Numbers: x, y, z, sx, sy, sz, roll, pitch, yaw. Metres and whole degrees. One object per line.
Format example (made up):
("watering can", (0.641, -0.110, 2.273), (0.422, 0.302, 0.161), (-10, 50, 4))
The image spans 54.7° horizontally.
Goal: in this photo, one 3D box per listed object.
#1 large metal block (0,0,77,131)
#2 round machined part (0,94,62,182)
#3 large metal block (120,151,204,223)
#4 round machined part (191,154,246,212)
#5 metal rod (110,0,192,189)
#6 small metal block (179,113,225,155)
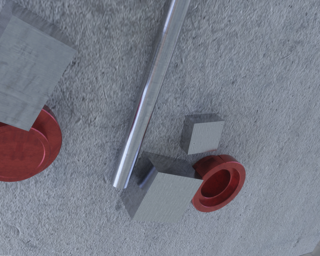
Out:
("large metal block", (-0.123, -0.057, 0.269), (0.050, 0.080, 0.080), (26, 104, -37))
("round machined part", (-0.153, 0.017, 0.323), (0.099, 0.042, 0.097), (-14, 124, -21))
("large metal block", (0.002, 0.087, 0.445), (0.081, 0.050, 0.080), (16, 110, -35))
("round machined part", (0.083, 0.082, 0.491), (0.099, 0.042, 0.097), (-15, 126, -22))
("metal rod", (-0.009, -0.055, 0.367), (0.025, 0.025, 0.298), (6, 116, -31))
("small metal block", (0.060, 0.008, 0.444), (0.050, 0.025, 0.050), (-5, 121, -26))
